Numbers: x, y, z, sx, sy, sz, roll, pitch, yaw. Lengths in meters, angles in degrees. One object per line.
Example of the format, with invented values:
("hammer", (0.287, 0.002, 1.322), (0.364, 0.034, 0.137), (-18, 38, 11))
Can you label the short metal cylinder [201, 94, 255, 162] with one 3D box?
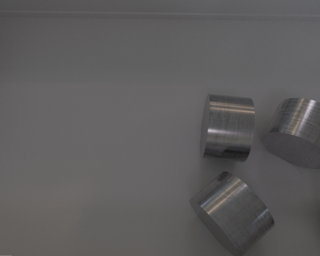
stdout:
("short metal cylinder", (0.080, 0.000, 0.381), (0.050, 0.080, 0.080), (6, 70, 2))

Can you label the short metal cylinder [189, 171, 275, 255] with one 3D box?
("short metal cylinder", (0.078, 0.096, 0.346), (0.050, 0.080, 0.080), (-37, 74, -12))

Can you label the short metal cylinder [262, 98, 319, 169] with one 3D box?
("short metal cylinder", (0.174, 0.008, 0.379), (0.080, 0.080, 0.050), (29, 73, 10))
